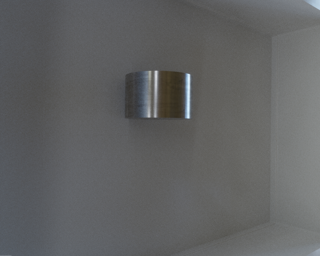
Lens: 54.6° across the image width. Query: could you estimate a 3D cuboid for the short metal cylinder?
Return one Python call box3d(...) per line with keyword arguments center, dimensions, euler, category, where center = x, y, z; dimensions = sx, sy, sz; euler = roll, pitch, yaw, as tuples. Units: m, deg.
box3d(center=(-0.001, -0.036, 0.369), dimensions=(0.081, 0.080, 0.050), euler=(1, 90, -40), category="short metal cylinder")
